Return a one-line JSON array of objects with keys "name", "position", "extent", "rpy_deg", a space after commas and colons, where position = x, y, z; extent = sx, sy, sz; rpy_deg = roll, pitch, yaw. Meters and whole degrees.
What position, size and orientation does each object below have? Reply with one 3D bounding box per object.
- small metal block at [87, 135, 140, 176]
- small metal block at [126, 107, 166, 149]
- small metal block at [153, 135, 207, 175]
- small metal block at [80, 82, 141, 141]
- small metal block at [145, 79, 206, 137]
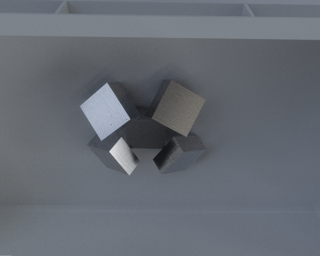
[{"name": "small metal block", "position": [-0.063, 0.034, 0.419], "extent": [0.050, 0.025, 0.050], "rpy_deg": [10, 144, 43]}, {"name": "small metal block", "position": [-0.018, 0.000, 0.406], "extent": [0.050, 0.025, 0.050], "rpy_deg": [1, 130, -1]}, {"name": "small metal block", "position": [0.027, 0.036, 0.423], "extent": [0.050, 0.025, 0.050], "rpy_deg": [-1, 141, -47]}, {"name": "small metal block", "position": [-0.060, -0.020, 0.372], "extent": [0.050, 0.025, 0.050], "rpy_deg": [-35, 85, 26]}, {"name": "small metal block", "position": [0.018, -0.024, 0.370], "extent": [0.050, 0.025, 0.050], "rpy_deg": [28, 87, -22]}]
